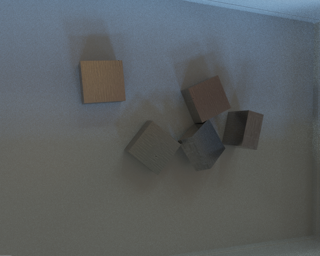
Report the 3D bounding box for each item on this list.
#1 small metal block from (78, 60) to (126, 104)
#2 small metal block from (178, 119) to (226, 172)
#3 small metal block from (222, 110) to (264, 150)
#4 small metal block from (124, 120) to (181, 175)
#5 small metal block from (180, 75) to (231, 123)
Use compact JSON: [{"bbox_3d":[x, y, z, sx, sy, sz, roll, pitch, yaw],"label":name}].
[{"bbox_3d":[-0.072,-0.056,0.384,0.050,0.025,0.050,-6,92,-20],"label":"small metal block"},{"bbox_3d":[0.058,0.023,0.422,0.050,0.025,0.050,-42,106,-45],"label":"small metal block"},{"bbox_3d":[0.117,0.003,0.442,0.025,0.050,0.050,14,85,-20],"label":"small metal block"},{"bbox_3d":[-0.010,0.025,0.406,0.050,0.025,0.050,40,81,-16],"label":"small metal block"},{"bbox_3d":[0.064,-0.040,0.436,0.050,0.025,0.050,-27,99,-19],"label":"small metal block"}]
